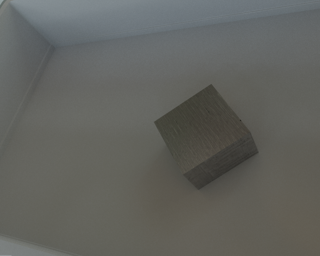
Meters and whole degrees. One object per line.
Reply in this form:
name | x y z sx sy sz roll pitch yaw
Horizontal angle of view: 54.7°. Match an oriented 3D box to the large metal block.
large metal block | 0.052 0.010 0.356 0.080 0.050 0.080 -34 52 6
